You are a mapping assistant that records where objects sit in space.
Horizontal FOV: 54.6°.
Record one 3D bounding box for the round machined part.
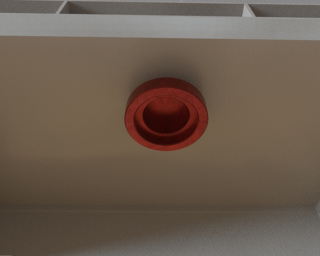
[{"bbox_3d":[0.008,-0.021,0.380,0.099,0.042,0.097,0,130,0],"label":"round machined part"}]
